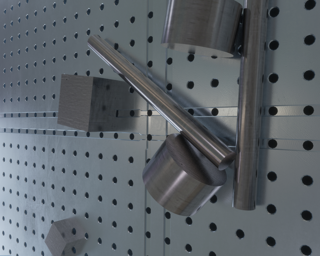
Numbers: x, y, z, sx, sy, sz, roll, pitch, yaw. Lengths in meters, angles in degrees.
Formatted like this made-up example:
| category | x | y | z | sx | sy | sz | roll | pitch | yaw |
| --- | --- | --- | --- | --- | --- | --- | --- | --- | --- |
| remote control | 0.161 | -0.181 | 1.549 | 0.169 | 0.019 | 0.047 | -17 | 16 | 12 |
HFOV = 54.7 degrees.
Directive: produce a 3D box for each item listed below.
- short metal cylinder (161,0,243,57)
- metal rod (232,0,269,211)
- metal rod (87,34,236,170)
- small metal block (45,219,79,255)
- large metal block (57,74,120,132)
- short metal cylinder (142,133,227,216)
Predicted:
| category | x | y | z | sx | sy | sz | roll | pitch | yaw |
| --- | --- | --- | --- | --- | --- | --- | --- | --- | --- |
| short metal cylinder | 0.045 | -0.109 | 0.337 | 0.080 | 0.081 | 0.050 | 16 | 101 | 39 |
| metal rod | 0.098 | -0.064 | 0.328 | 0.025 | 0.025 | 0.298 | 5 | 93 | 40 |
| metal rod | -0.017 | -0.052 | 0.410 | 0.300 | 0.025 | 0.025 | 45 | 117 | 35 |
| small metal block | -0.177 | 0.202 | 0.555 | 0.050 | 0.025 | 0.050 | 42 | 115 | 32 |
| large metal block | -0.113 | -0.040 | 0.487 | 0.080 | 0.050 | 0.079 | 12 | 98 | 39 |
| short metal cylinder | 0.027 | 0.051 | 0.351 | 0.080 | 0.081 | 0.050 | 50 | 120 | 28 |
